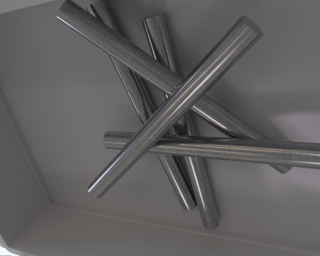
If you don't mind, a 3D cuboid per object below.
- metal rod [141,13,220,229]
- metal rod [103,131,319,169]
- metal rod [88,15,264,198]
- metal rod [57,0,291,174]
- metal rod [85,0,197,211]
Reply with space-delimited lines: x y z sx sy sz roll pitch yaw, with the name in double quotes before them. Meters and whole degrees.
"metal rod" 0.034 0.009 0.396 0.025 0.025 0.298 -4 117 30
"metal rod" 0.059 0.022 0.349 0.300 0.025 0.025 3 120 31
"metal rod" -0.006 0.001 0.348 0.025 0.025 0.298 43 126 -2
"metal rod" 0.023 -0.041 0.342 0.301 0.025 0.025 34 129 -6
"metal rod" -0.015 -0.016 0.406 0.025 0.025 0.299 -12 112 33
